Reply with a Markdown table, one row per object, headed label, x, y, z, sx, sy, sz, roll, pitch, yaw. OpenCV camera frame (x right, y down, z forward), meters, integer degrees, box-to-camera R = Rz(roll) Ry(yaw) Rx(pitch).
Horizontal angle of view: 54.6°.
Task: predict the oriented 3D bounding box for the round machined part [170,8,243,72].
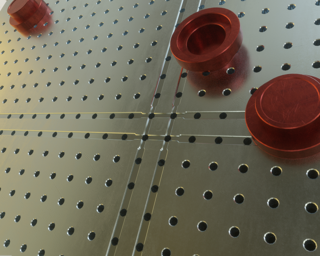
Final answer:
| label | x | y | z | sx | sy | sz | roll | pitch | yaw |
| --- | --- | --- | --- | --- | --- | --- | --- | --- | --- |
| round machined part | 0.067 | -0.118 | 0.435 | 0.098 | 0.042 | 0.098 | -13 | 56 | 21 |

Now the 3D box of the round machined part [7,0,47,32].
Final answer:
| label | x | y | z | sx | sy | sz | roll | pitch | yaw |
| --- | --- | --- | --- | --- | --- | --- | --- | --- | --- |
| round machined part | -0.324 | -0.283 | 0.744 | 0.098 | 0.042 | 0.098 | -13 | 56 | 21 |

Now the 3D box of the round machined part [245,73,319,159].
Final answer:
| label | x | y | z | sx | sy | sz | roll | pitch | yaw |
| --- | --- | --- | --- | --- | --- | --- | --- | --- | --- |
| round machined part | 0.142 | -0.020 | 0.336 | 0.098 | 0.042 | 0.098 | -13 | 56 | 21 |
